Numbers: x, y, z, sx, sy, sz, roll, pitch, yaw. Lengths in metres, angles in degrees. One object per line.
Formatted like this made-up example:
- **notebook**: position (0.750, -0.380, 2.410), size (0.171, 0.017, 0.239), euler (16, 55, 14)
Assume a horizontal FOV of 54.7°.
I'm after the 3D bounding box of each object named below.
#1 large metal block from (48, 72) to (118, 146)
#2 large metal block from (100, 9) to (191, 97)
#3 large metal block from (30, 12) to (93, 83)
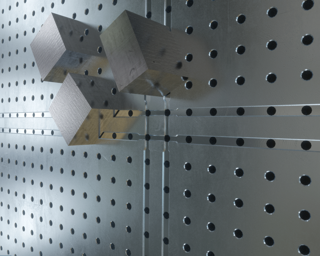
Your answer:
- **large metal block**: position (-0.124, -0.029, 0.493), size (0.080, 0.050, 0.080), euler (-51, 60, 27)
- **large metal block**: position (-0.018, -0.088, 0.386), size (0.050, 0.081, 0.080), euler (-32, 70, 35)
- **large metal block**: position (-0.171, -0.134, 0.531), size (0.080, 0.050, 0.080), euler (-38, 67, 33)
